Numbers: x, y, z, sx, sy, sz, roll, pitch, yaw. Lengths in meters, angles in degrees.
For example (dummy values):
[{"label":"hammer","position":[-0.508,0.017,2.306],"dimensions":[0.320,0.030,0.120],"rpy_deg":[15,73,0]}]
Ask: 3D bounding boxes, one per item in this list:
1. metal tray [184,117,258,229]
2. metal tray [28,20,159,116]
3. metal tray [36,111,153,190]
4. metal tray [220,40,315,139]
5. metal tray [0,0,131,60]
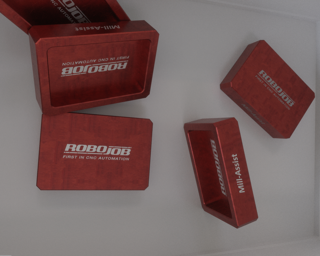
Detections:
[{"label":"metal tray","position":[0.076,0.053,0.403],"dimensions":[0.030,0.090,0.129],"rpy_deg":[-15,95,-19]},{"label":"metal tray","position":[-0.070,-0.068,0.345],"dimensions":[0.131,0.030,0.089],"rpy_deg":[-14,135,-28]},{"label":"metal tray","position":[-0.078,0.029,0.379],"dimensions":[0.131,0.030,0.089],"rpy_deg":[4,89,-20]},{"label":"metal tray","position":[0.165,-0.056,0.468],"dimensions":[0.130,0.030,0.090],"rpy_deg":[39,77,-16]},{"label":"metal tray","position":[-0.097,-0.125,0.312],"dimensions":[0.090,0.130,0.030],"rpy_deg":[-36,59,7]}]
